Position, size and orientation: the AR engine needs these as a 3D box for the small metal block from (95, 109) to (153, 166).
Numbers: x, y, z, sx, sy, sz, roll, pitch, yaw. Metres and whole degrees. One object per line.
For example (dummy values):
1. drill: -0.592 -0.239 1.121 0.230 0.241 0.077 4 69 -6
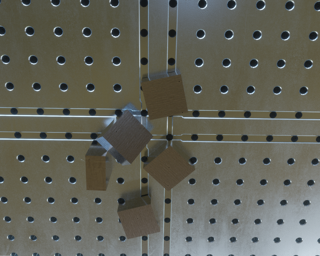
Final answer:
1. small metal block: -0.046 0.013 0.403 0.050 0.025 0.050 47 60 -15

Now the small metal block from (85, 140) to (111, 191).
1. small metal block: -0.081 0.049 0.418 0.025 0.050 0.050 3 110 -1

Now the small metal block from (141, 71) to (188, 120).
1. small metal block: 0.006 -0.042 0.398 0.050 0.025 0.050 -11 110 4

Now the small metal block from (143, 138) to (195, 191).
1. small metal block: 0.013 0.051 0.432 0.050 0.025 0.050 -41 105 13

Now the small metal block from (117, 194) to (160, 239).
1. small metal block: -0.031 0.132 0.462 0.050 0.025 0.050 -15 110 5
